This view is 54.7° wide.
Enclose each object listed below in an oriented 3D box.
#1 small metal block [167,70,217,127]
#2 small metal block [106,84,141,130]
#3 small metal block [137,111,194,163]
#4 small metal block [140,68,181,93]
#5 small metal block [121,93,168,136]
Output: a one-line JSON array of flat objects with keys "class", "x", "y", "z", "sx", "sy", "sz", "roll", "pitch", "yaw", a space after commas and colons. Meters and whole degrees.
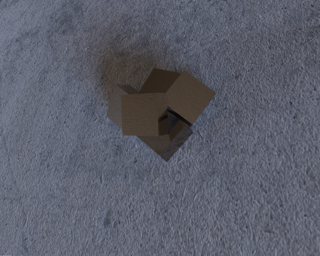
[{"class": "small metal block", "x": 0.035, "y": -0.037, "z": 0.394, "sx": 0.050, "sy": 0.025, "sz": 0.050, "roll": 37, "pitch": 81, "yaw": 4}, {"class": "small metal block", "x": -0.045, "y": -0.027, "z": 0.429, "sx": 0.050, "sy": 0.025, "sz": 0.050, "roll": 38, "pitch": 119, "yaw": 37}, {"class": "small metal block", "x": 0.005, "y": 0.008, "z": 0.397, "sx": 0.050, "sy": 0.025, "sz": 0.050, "roll": -48, "pitch": 52, "yaw": -6}, {"class": "small metal block", "x": 0.004, "y": -0.053, "z": 0.435, "sx": 0.050, "sy": 0.025, "sz": 0.050, "roll": 19, "pitch": 71, "yaw": 35}, {"class": "small metal block", "x": -0.019, "y": -0.016, "z": 0.377, "sx": 0.050, "sy": 0.025, "sz": 0.050, "roll": 0, "pitch": 94, "yaw": 28}]
